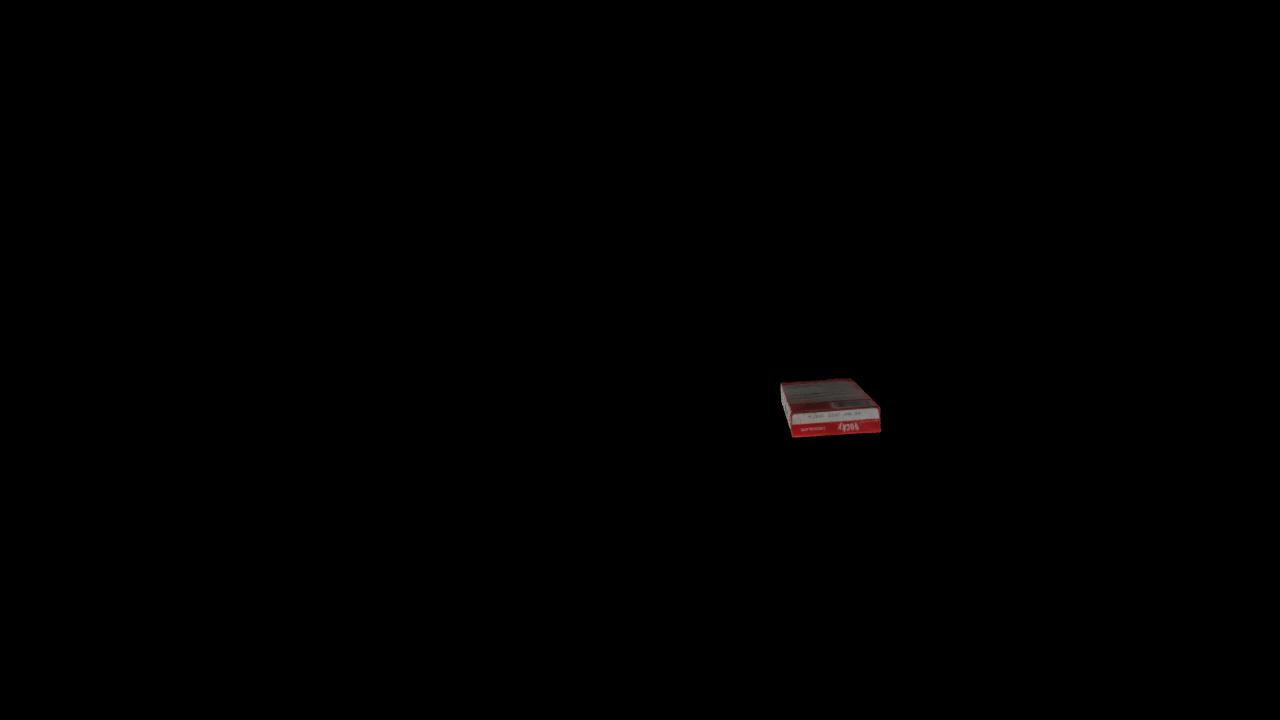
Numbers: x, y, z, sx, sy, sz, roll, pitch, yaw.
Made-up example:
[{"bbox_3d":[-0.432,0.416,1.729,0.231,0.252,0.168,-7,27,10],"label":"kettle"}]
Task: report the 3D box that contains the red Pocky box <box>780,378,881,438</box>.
[{"bbox_3d":[0.193,0.047,0.643,0.083,0.028,0.155,-5,8,10],"label":"red Pocky box"}]
